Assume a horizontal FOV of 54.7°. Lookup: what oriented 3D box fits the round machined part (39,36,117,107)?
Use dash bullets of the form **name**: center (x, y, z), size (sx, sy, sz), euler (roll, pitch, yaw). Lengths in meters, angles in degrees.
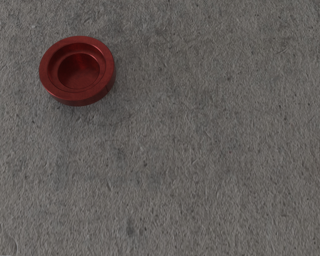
- **round machined part**: center (-0.109, -0.073, 0.425), size (0.099, 0.042, 0.098), euler (0, 70, 0)
